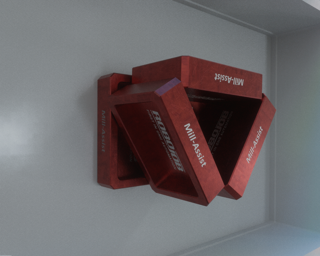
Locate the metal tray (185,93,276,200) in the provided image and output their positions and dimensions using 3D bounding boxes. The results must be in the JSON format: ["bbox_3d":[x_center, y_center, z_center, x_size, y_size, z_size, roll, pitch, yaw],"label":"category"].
[{"bbox_3d":[0.079,0.018,0.388,0.030,0.090,0.130,43,64,-32],"label":"metal tray"}]

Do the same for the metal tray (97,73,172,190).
[{"bbox_3d":[-0.029,0.004,0.378,0.091,0.030,0.129,1,89,-40],"label":"metal tray"}]

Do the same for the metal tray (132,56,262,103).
[{"bbox_3d":[0.044,-0.051,0.359,0.131,0.090,0.030,2,89,-40],"label":"metal tray"}]

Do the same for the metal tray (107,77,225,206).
[{"bbox_3d":[0.005,0.016,0.327,0.030,0.090,0.129,-38,114,-33],"label":"metal tray"}]

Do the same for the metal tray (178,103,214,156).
[{"bbox_3d":[0.042,0.006,0.437,0.091,0.030,0.129,2,88,-40],"label":"metal tray"}]
